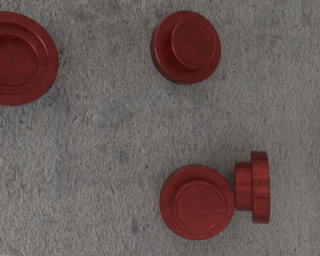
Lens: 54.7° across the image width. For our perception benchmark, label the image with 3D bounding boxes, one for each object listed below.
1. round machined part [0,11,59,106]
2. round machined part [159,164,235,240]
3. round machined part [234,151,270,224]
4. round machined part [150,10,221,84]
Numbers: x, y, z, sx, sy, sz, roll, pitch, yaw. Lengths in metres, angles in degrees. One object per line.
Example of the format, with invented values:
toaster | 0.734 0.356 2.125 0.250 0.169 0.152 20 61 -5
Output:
round machined part | -0.163 -0.072 0.340 0.099 0.042 0.097 0 90 -20
round machined part | 0.049 0.098 0.402 0.099 0.042 0.097 0 92 0
round machined part | 0.125 0.080 0.426 0.042 0.098 0.097 -1 91 15
round machined part | 0.040 -0.109 0.414 0.099 0.042 0.097 0 90 -20
